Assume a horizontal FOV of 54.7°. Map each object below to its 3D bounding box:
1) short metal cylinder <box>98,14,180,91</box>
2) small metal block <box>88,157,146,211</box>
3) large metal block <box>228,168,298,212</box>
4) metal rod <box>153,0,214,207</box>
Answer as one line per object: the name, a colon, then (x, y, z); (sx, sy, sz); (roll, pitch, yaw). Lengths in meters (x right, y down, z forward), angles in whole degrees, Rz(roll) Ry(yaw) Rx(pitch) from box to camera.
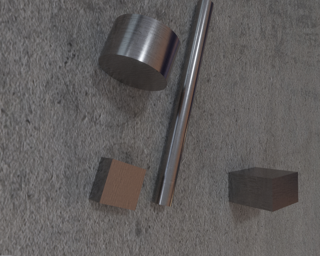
short metal cylinder: (-0.023, -0.083, 0.351); (0.080, 0.080, 0.050); (29, 72, -37)
small metal block: (-0.049, 0.066, 0.365); (0.050, 0.025, 0.050); (25, 74, -38)
large metal block: (0.172, 0.099, 0.517); (0.081, 0.080, 0.050); (-2, 92, -40)
metal rod: (0.036, -0.042, 0.436); (0.025, 0.025, 0.299); (21, 77, -38)
